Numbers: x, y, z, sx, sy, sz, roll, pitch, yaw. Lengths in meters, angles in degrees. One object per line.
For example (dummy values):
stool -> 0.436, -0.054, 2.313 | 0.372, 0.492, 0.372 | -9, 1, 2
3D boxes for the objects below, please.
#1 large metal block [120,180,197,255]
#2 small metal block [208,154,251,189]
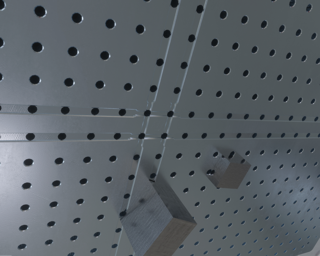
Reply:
large metal block -> -0.005, 0.139, 0.459 | 0.050, 0.080, 0.080 | 28, 103, -38
small metal block -> 0.117, 0.074, 0.520 | 0.050, 0.025, 0.050 | 11, 113, -33
